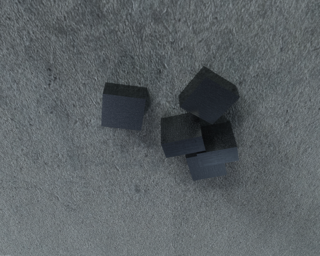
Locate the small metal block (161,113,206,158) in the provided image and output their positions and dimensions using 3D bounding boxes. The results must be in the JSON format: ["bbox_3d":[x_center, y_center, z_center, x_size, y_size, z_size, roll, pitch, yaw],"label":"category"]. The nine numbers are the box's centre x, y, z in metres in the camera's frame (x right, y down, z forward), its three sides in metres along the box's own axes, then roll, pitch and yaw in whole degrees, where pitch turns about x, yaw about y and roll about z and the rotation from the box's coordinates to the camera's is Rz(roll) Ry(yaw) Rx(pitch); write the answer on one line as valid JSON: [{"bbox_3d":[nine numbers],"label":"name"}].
[{"bbox_3d":[0.029,0.008,0.397,0.050,0.050,0.025,-12,129,10],"label":"small metal block"}]

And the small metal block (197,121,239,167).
[{"bbox_3d":[0.073,0.021,0.409,0.050,0.050,0.025,-11,129,9],"label":"small metal block"}]

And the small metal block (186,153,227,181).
[{"bbox_3d":[0.067,0.047,0.448,0.050,0.025,0.050,-12,129,10],"label":"small metal block"}]

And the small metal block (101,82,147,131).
[{"bbox_3d":[-0.045,-0.026,0.385,0.050,0.025,0.050,7,130,-6],"label":"small metal block"}]

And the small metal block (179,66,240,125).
[{"bbox_3d":[0.058,-0.039,0.375,0.050,0.025,0.050,26,125,-21],"label":"small metal block"}]
